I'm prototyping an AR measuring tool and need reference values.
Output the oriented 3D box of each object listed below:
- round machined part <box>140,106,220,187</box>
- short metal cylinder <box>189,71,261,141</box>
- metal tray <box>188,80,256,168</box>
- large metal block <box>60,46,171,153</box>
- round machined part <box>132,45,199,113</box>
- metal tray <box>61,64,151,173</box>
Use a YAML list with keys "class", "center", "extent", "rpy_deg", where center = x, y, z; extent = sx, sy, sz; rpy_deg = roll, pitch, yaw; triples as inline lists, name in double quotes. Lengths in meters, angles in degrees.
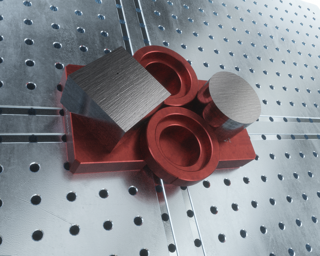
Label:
- class: "round machined part"
  center: [0.021, 0.025, 0.381]
  extent: [0.099, 0.042, 0.098]
  rpy_deg: [14, 56, -21]
- class: "short metal cylinder"
  center: [0.087, -0.029, 0.417]
  extent: [0.081, 0.050, 0.080]
  rpy_deg: [14, 56, -21]
- class: "metal tray"
  center: [0.076, -0.008, 0.448]
  extent: [0.091, 0.030, 0.130]
  rpy_deg: [1, 61, -28]
- class: "large metal block"
  center: [-0.049, -0.033, 0.347]
  extent: [0.080, 0.050, 0.080]
  rpy_deg: [45, 51, 3]
- class: "round machined part"
  center: [0.000, -0.061, 0.423]
  extent: [0.099, 0.042, 0.098]
  rpy_deg: [14, 56, -21]
- class: "metal tray"
  center: [-0.067, -0.013, 0.376]
  extent: [0.091, 0.030, 0.130]
  rpy_deg: [1, 61, -29]
